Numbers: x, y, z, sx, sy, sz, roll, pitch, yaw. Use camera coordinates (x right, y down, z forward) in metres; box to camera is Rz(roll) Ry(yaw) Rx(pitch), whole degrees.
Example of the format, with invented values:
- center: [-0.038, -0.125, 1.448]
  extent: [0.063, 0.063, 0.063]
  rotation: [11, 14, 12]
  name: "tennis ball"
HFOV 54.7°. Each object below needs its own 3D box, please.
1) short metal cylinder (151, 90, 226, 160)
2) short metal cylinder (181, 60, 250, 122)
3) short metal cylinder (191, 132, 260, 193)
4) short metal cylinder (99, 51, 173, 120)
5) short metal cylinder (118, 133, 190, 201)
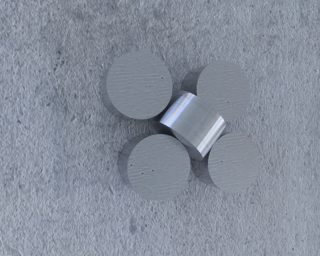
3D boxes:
- center: [0.036, -0.003, 0.396]
  extent: [0.080, 0.080, 0.050]
  rotation: [41, 77, -16]
  name: "short metal cylinder"
- center: [0.075, -0.048, 0.424]
  extent: [0.081, 0.050, 0.079]
  rotation: [0, 90, -21]
  name: "short metal cylinder"
- center: [0.090, 0.045, 0.431]
  extent: [0.081, 0.050, 0.079]
  rotation: [0, 90, -21]
  name: "short metal cylinder"
- center: [-0.031, -0.050, 0.385]
  extent: [0.081, 0.050, 0.079]
  rotation: [0, 90, -21]
  name: "short metal cylinder"
- center: [-0.009, 0.047, 0.394]
  extent: [0.081, 0.050, 0.079]
  rotation: [0, 90, -21]
  name: "short metal cylinder"
